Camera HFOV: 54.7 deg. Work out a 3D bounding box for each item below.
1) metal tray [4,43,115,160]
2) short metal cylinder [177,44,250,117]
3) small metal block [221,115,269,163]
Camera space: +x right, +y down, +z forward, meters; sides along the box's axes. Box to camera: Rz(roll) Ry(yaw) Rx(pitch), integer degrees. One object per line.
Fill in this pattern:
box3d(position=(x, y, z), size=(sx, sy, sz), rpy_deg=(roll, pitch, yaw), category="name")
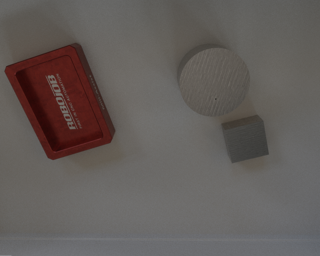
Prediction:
box3d(position=(-0.122, -0.032, 0.395), size=(0.090, 0.030, 0.129), rpy_deg=(-17, 110, 5), category="metal tray")
box3d(position=(0.063, -0.059, 0.377), size=(0.081, 0.050, 0.079), rpy_deg=(0, 110, -1), category="short metal cylinder")
box3d(position=(0.115, 0.015, 0.418), size=(0.050, 0.025, 0.050), rpy_deg=(-14, 110, 5), category="small metal block")
